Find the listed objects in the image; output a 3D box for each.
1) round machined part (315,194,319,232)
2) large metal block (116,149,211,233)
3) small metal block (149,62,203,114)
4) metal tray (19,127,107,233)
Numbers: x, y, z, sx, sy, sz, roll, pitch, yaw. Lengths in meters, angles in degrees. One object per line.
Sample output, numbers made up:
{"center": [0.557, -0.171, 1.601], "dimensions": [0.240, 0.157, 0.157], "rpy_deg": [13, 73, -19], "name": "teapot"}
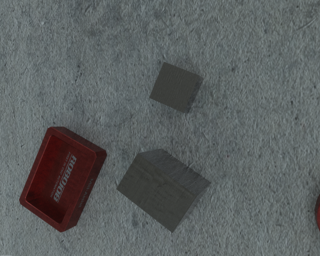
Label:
{"center": [0.219, 0.098, 0.323], "dimensions": [0.098, 0.042, 0.097], "rpy_deg": [0, 90, 20], "name": "round machined part"}
{"center": [0.008, 0.070, 0.377], "dimensions": [0.080, 0.080, 0.050], "rpy_deg": [34, 101, 16], "name": "large metal block"}
{"center": [0.021, -0.052, 0.401], "dimensions": [0.050, 0.025, 0.050], "rpy_deg": [25, 98, 18], "name": "small metal block"}
{"center": [-0.144, 0.073, 0.457], "dimensions": [0.090, 0.030, 0.129], "rpy_deg": [27, 99, 17], "name": "metal tray"}
